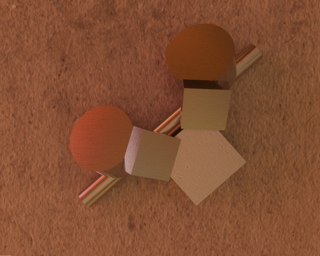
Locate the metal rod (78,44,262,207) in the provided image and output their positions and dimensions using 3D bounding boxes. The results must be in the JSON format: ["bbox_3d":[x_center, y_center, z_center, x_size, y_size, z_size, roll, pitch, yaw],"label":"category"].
[{"bbox_3d":[0.014,-0.003,0.411,0.300,0.025,0.025,-41,91,-1],"label":"metal rod"}]

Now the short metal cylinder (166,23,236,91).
[{"bbox_3d":[0.053,-0.081,0.384,0.080,0.050,0.080,-5,71,14],"label":"short metal cylinder"}]

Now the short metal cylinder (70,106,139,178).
[{"bbox_3d":[-0.062,0.018,0.384,0.080,0.050,0.080,-5,71,14],"label":"short metal cylinder"}]

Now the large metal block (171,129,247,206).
[{"bbox_3d":[0.048,0.037,0.398,0.080,0.050,0.080,-41,91,0],"label":"large metal block"}]

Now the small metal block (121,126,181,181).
[{"bbox_3d":[-0.010,0.029,0.349,0.050,0.025,0.050,16,90,-33],"label":"small metal block"}]

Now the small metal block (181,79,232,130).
[{"bbox_3d":[0.050,-0.026,0.349,0.050,0.025,0.050,2,121,-1],"label":"small metal block"}]
